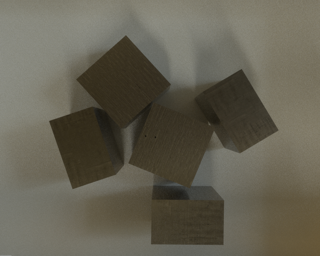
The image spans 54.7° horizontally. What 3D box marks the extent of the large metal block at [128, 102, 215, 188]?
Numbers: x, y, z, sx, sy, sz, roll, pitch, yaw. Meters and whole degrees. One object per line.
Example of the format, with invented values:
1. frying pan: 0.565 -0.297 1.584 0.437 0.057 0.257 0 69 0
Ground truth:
1. large metal block: 0.014 0.021 0.398 0.080 0.050 0.080 22 90 -1

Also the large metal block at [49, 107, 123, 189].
1. large metal block: -0.086 0.022 0.382 0.050 0.080 0.080 -19 90 0

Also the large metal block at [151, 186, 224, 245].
1. large metal block: 0.031 0.104 0.384 0.081 0.080 0.050 1 90 -1

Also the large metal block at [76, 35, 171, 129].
1. large metal block: -0.044 -0.055 0.397 0.080 0.050 0.080 -42 91 0

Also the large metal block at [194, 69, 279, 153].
1. large metal block: 0.090 -0.019 0.383 0.050 0.080 0.080 -31 90 0
